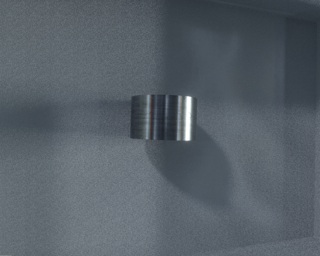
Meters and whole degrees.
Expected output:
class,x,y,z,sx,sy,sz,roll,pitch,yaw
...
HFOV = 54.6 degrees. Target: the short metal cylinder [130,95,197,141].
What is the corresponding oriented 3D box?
class,x,y,z,sx,sy,sz,roll,pitch,yaw
short metal cylinder,0.005,-0.011,0.380,0.081,0.080,0.050,2,90,-20
